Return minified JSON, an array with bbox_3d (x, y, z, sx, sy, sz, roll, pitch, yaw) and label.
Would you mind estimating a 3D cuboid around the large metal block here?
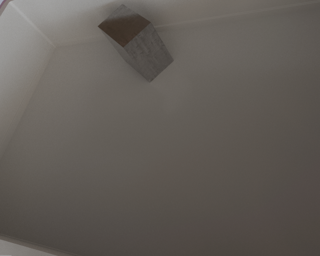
[{"bbox_3d":[-0.035,-0.127,0.465,0.050,0.080,0.080,-43,51,-2],"label":"large metal block"}]
